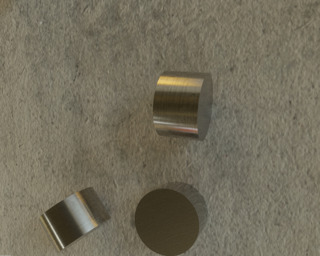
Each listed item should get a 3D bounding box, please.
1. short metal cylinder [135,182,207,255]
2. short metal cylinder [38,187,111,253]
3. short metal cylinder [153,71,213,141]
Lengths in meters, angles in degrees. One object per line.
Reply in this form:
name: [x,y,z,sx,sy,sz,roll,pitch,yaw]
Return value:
short metal cylinder: [0.015,0.111,0.390,0.080,0.050,0.079,0,90,19]
short metal cylinder: [-0.113,0.123,0.418,0.080,0.080,0.050,-37,78,16]
short metal cylinder: [0.030,-0.027,0.369,0.050,0.080,0.079,7,92,19]
